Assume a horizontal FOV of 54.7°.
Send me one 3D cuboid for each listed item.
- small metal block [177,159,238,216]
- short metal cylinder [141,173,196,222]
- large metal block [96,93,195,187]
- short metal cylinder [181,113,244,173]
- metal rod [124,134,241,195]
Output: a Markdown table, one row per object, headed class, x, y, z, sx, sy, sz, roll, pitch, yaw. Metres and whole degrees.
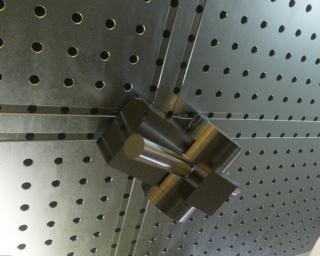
| class | x | y | z | sx | sy | sz | roll | pitch | yaw |
| --- | --- | --- | --- | --- | --- | --- | --- | --- | --- |
| small metal block | 0.058 | 0.075 | 0.383 | 0.050 | 0.025 | 0.050 | 35 | 99 | -30 |
| short metal cylinder | 0.021 | 0.084 | 0.434 | 0.080 | 0.080 | 0.050 | 34 | 99 | -39 |
| large metal block | -0.018 | 0.017 | 0.388 | 0.080 | 0.050 | 0.080 | 33 | 100 | -39 |
| short metal cylinder | 0.067 | 0.023 | 0.423 | 0.080 | 0.080 | 0.050 | 31 | 101 | -38 |
| metal rod | 0.052 | 0.062 | 0.423 | 0.025 | 0.025 | 0.301 | -50 | 144 | 7 |
